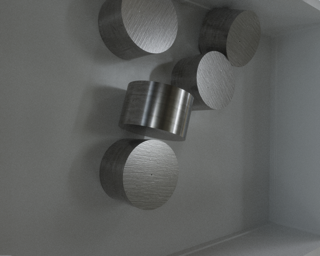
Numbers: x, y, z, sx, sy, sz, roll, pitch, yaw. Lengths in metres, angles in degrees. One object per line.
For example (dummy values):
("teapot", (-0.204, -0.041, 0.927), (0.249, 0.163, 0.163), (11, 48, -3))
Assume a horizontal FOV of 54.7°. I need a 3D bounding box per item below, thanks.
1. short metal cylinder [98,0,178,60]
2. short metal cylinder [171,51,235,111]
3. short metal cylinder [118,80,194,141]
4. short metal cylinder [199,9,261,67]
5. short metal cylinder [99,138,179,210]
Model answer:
("short metal cylinder", (-0.026, -0.125, 0.368), (0.081, 0.050, 0.080), (0, 90, -40))
("short metal cylinder", (0.062, -0.065, 0.442), (0.081, 0.050, 0.080), (0, 90, -40))
("short metal cylinder", (-0.004, -0.018, 0.367), (0.080, 0.080, 0.050), (20, 78, -38))
("short metal cylinder", (0.105, -0.135, 0.463), (0.081, 0.050, 0.079), (-20, 122, -36))
("short metal cylinder", (-0.024, 0.053, 0.370), (0.081, 0.050, 0.080), (0, 90, -40))
